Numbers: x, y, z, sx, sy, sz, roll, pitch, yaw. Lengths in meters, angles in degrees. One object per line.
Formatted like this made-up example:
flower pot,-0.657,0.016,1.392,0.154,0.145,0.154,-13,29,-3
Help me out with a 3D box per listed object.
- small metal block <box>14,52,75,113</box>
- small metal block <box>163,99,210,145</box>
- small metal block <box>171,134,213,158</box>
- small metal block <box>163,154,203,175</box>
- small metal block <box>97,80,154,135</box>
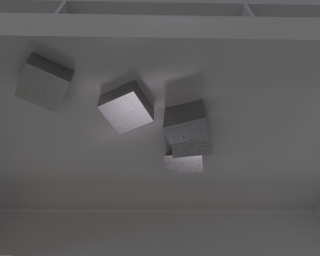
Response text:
small metal block,-0.135,-0.052,0.363,0.050,0.025,0.050,24,126,-19
small metal block,0.033,-0.009,0.383,0.050,0.050,0.025,-13,119,11
small metal block,0.041,0.021,0.407,0.050,0.050,0.025,-6,94,5
small metal block,0.033,0.048,0.431,0.050,0.050,0.025,-5,88,4
small metal block,-0.042,-0.025,0.387,0.050,0.025,0.050,-21,127,17
